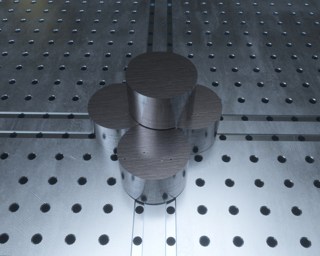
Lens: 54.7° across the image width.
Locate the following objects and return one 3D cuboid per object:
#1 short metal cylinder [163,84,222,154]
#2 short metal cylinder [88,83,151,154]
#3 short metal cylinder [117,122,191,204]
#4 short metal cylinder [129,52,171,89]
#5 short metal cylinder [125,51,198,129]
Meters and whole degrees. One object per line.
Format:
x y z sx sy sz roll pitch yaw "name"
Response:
0.037 -0.013 0.401 0.081 0.050 0.080 0 50 0 "short metal cylinder"
-0.049 -0.013 0.402 0.081 0.050 0.080 0 50 0 "short metal cylinder"
-0.007 0.039 0.357 0.081 0.050 0.080 0 48 0 "short metal cylinder"
-0.006 -0.065 0.446 0.081 0.050 0.080 1 50 -1 "short metal cylinder"
0.002 -0.045 0.363 0.081 0.050 0.080 0 50 0 "short metal cylinder"
